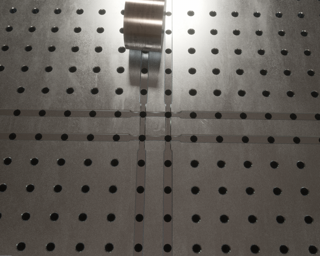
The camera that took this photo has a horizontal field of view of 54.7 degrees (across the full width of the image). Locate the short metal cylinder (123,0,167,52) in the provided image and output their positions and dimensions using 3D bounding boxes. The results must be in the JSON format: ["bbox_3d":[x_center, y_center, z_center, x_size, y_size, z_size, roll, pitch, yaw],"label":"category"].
[{"bbox_3d":[-0.020,-0.150,0.437,0.050,0.080,0.080,6,70,2],"label":"short metal cylinder"}]
